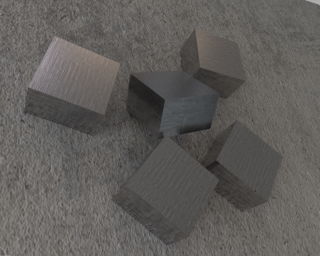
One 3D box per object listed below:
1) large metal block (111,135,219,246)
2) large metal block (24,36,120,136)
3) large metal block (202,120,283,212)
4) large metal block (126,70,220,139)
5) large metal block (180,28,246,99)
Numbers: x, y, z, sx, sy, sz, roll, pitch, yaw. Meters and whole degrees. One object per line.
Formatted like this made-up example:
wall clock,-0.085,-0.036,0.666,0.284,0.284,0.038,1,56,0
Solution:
large metal block,0.007,0.069,0.349,0.080,0.050,0.080,40,51,-1
large metal block,-0.101,-0.048,0.363,0.080,0.050,0.080,21,54,-16
large metal block,0.107,0.050,0.414,0.080,0.050,0.080,39,51,-2
large metal block,0.014,-0.034,0.393,0.081,0.050,0.080,-10,35,-32
large metal block,0.082,-0.101,0.493,0.081,0.050,0.080,12,57,-22
